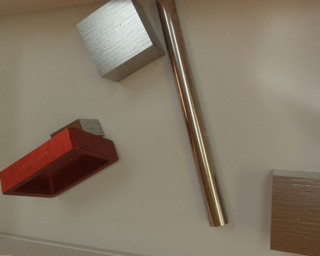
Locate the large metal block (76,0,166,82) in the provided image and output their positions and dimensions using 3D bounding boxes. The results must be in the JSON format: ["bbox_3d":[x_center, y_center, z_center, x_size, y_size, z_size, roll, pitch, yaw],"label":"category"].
[{"bbox_3d":[-0.051,-0.119,0.414,0.080,0.050,0.080,-28,81,17],"label":"large metal block"}]

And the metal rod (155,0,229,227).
[{"bbox_3d":[0.040,-0.026,0.395,0.025,0.025,0.298,-15,85,19],"label":"metal rod"}]

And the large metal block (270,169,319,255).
[{"bbox_3d":[0.165,0.091,0.339,0.080,0.050,0.079,2,91,19],"label":"large metal block"}]

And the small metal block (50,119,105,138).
[{"bbox_3d":[-0.115,0.010,0.436,0.050,0.050,0.025,-27,81,18],"label":"small metal block"}]

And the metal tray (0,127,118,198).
[{"bbox_3d":[-0.134,0.052,0.419,0.130,0.090,0.030,-31,64,17],"label":"metal tray"}]
